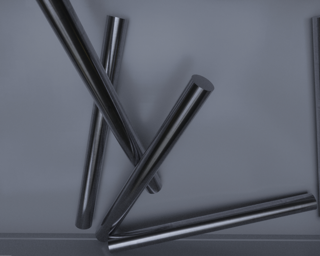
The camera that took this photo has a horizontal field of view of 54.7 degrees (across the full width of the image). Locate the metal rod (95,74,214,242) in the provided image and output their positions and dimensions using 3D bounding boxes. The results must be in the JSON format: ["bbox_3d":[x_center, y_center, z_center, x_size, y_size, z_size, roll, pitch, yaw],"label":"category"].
[{"bbox_3d":[-0.022,0.059,0.385,0.025,0.025,0.298,25,126,-9],"label":"metal rod"}]

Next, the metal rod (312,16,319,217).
[{"bbox_3d":[0.224,0.004,0.416,0.025,0.025,0.298,-11,110,4],"label":"metal rod"}]

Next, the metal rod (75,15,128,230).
[{"bbox_3d":[-0.082,0.007,0.412,0.025,0.025,0.298,12,110,-5],"label":"metal rod"}]

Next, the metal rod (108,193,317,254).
[{"bbox_3d":[0.076,0.138,0.450,0.302,0.025,0.025,-12,110,-2],"label":"metal rod"}]

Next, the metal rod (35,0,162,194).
[{"bbox_3d":[-0.053,-0.019,0.345,0.025,0.025,0.299,-18,132,6],"label":"metal rod"}]
